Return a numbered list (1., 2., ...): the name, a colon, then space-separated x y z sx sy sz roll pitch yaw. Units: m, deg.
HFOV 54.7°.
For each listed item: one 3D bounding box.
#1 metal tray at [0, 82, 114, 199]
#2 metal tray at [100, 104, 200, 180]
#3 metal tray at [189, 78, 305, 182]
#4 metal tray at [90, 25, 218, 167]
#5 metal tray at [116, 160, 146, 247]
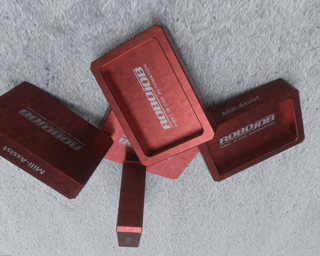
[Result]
1. metal tray: -0.128 0.010 0.353 0.130 0.090 0.030 35 123 -6
2. metal tray: -0.016 0.016 0.419 0.131 0.030 0.089 20 127 -17
3. metal tray: 0.111 0.006 0.390 0.130 0.030 0.090 -26 127 2
4. metal tray: -0.006 -0.033 0.339 0.090 0.030 0.130 -25 97 19
5. metal tray: -0.040 0.111 0.434 0.030 0.090 0.129 5 151 -4
